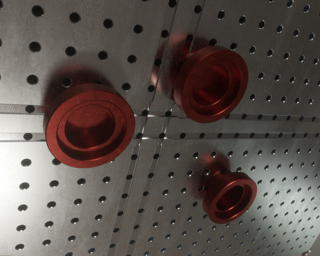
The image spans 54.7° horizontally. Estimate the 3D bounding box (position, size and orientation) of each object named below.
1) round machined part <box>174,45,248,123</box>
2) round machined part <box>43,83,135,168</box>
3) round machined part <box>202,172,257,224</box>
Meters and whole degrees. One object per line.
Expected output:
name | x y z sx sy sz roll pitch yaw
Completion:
round machined part | 0.061 -0.058 0.399 0.099 0.042 0.097 -14 125 -21
round machined part | -0.081 -0.006 0.353 0.099 0.042 0.097 -14 125 -21
round machined part | 0.115 0.115 0.537 0.099 0.042 0.097 -14 124 -21
